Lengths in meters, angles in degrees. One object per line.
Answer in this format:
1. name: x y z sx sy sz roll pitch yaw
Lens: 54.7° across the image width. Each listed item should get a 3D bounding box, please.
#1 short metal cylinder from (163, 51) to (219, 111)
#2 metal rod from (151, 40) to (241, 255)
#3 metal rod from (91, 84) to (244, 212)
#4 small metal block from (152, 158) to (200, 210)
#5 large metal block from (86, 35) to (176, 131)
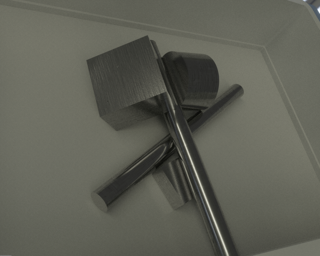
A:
1. short metal cylinder: 0.035 -0.063 0.427 0.050 0.080 0.080 -4 64 -32
2. metal rod: 0.029 0.014 0.379 0.025 0.025 0.299 -5 63 -31
3. metal rod: 0.032 0.008 0.417 0.025 0.025 0.302 49 51 6
4. small metal block: 0.028 0.064 0.381 0.050 0.025 0.050 -24 75 -37
5. large metal block: -0.035 -0.053 0.378 0.080 0.050 0.080 -20 67 7
